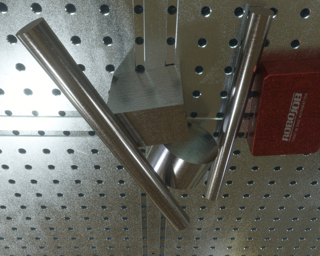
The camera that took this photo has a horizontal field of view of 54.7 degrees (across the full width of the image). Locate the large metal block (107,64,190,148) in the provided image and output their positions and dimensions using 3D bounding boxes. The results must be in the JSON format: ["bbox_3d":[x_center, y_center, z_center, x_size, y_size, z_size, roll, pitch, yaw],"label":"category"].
[{"bbox_3d":[-0.012,-0.025,0.354,0.080,0.080,0.050,-8,130,6],"label":"large metal block"}]

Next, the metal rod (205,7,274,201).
[{"bbox_3d":[0.094,-0.005,0.409,0.025,0.025,0.298,2,130,-3],"label":"metal rod"}]

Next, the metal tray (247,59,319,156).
[{"bbox_3d":[0.165,-0.021,0.393,0.091,0.030,0.129,-4,130,2],"label":"metal tray"}]

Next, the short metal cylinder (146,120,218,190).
[{"bbox_3d":[0.028,0.033,0.404,0.081,0.080,0.050,15,129,-13],"label":"short metal cylinder"}]

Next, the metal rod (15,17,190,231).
[{"bbox_3d":[-0.036,0.024,0.326,0.025,0.025,0.299,-20,128,16],"label":"metal rod"}]
